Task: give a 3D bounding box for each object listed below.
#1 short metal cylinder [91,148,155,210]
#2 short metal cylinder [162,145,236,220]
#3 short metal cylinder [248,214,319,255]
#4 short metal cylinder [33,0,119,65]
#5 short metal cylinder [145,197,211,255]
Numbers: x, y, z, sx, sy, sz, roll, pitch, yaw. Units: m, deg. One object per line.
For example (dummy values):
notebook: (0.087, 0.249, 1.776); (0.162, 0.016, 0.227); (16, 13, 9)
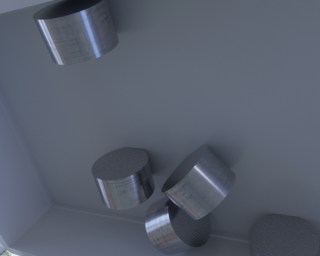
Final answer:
short metal cylinder: (-0.051, 0.070, 0.444); (0.080, 0.080, 0.050); (3, 120, 27)
short metal cylinder: (0.048, 0.068, 0.390); (0.050, 0.080, 0.080); (44, 129, -2)
short metal cylinder: (0.154, 0.155, 0.388); (0.080, 0.080, 0.050); (1, 119, 27)
short metal cylinder: (-0.092, -0.112, 0.348); (0.080, 0.080, 0.050); (5, 130, 25)
short metal cylinder: (0.026, 0.134, 0.442); (0.080, 0.080, 0.050); (49, 129, -6)
